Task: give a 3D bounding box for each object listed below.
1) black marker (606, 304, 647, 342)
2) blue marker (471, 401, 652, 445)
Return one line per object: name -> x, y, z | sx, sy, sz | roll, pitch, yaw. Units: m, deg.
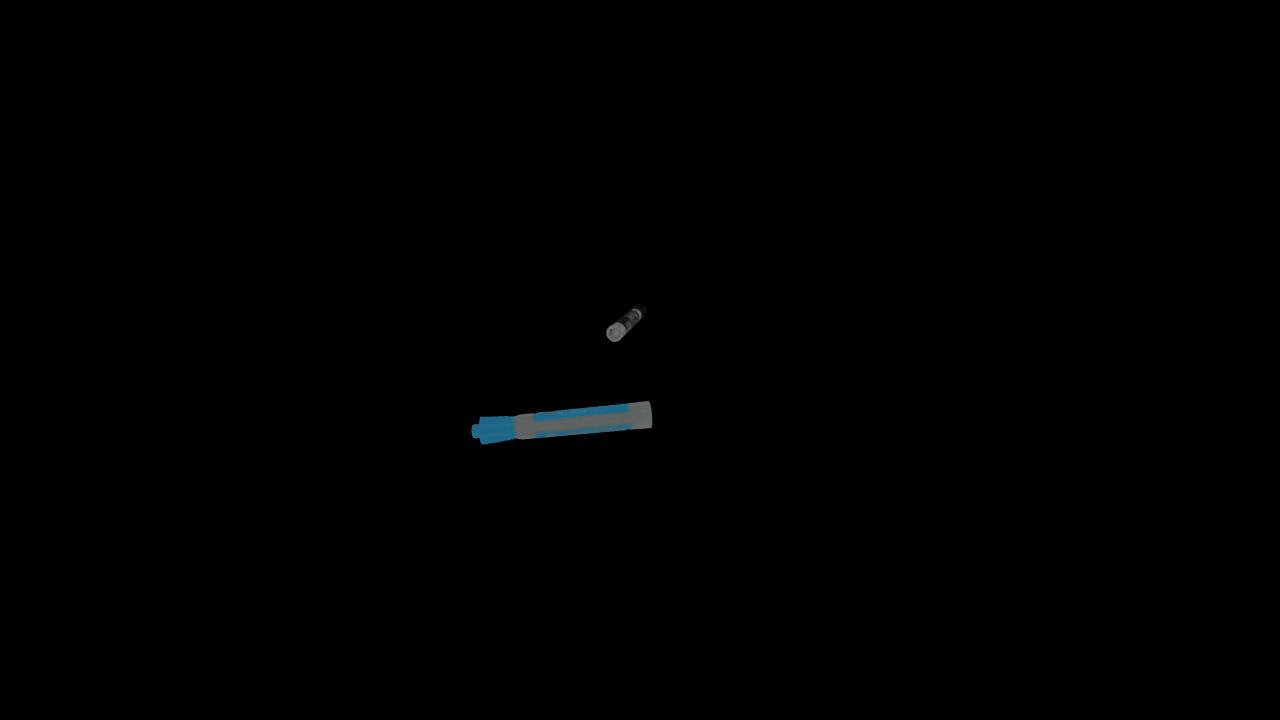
black marker -> -0.013, -0.046, 0.722 | 0.020, 0.020, 0.121 | 0, 17, 15
blue marker -> -0.052, 0.043, 0.418 | 0.121, 0.020, 0.020 | -5, 0, -6
